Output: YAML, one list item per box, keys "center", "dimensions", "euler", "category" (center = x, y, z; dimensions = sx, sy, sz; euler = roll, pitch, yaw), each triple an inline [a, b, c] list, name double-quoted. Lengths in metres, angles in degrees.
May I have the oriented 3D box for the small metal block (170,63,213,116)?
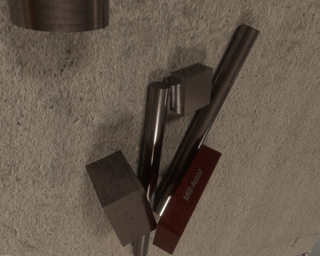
- center: [0.039, -0.049, 0.390]
  dimensions: [0.050, 0.025, 0.050]
  euler: [-26, 131, -36]
  category: "small metal block"

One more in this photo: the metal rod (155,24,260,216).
- center: [0.057, 0.001, 0.440]
  dimensions: [0.025, 0.025, 0.298]
  euler: [11, 113, -34]
  category: "metal rod"

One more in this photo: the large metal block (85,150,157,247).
- center: [-0.050, 0.089, 0.401]
  dimensions: [0.050, 0.080, 0.080]
  euler: [-25, 128, -13]
  category: "large metal block"

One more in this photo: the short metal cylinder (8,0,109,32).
- center: [-0.083, -0.114, 0.256]
  dimensions: [0.081, 0.080, 0.050]
  euler: [-9, 123, -24]
  category: "short metal cylinder"

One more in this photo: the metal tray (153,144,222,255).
- center: [0.037, 0.096, 0.421]
  dimensions: [0.130, 0.030, 0.089]
  euler: [-55, 165, -34]
  category: "metal tray"

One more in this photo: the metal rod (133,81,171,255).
- center: [-0.016, 0.078, 0.447]
  dimensions: [0.025, 0.025, 0.298]
  euler: [-7, 122, -25]
  category: "metal rod"
